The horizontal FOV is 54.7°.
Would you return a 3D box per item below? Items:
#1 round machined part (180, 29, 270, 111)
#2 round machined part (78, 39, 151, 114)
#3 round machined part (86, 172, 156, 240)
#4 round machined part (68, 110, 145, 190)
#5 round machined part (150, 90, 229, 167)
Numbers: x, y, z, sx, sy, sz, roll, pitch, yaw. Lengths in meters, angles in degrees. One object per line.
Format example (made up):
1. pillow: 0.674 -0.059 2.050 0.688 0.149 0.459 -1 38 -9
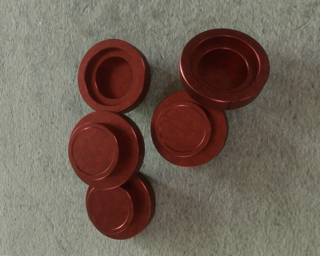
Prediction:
1. round machined part: 0.072 -0.063 0.360 0.099 0.042 0.098 0 67 1
2. round machined part: -0.057 -0.067 0.419 0.098 0.042 0.097 0 90 19
3. round machined part: -0.059 0.103 0.420 0.098 0.042 0.097 0 90 19
4. round machined part: -0.072 0.027 0.380 0.098 0.042 0.097 0 90 20
5. round machined part: 0.034 0.001 0.388 0.098 0.042 0.097 0 90 19
